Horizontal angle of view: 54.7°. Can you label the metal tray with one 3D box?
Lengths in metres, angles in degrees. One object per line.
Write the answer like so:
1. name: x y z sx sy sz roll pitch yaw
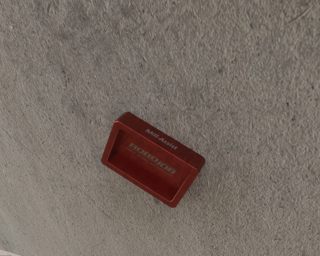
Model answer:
1. metal tray: -0.013 0.046 0.439 0.130 0.030 0.089 31 128 7
